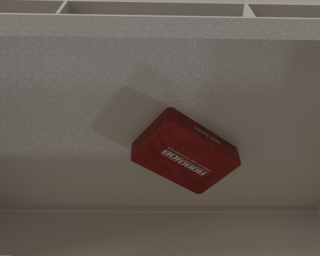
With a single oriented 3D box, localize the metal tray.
[{"bbox_3d":[0.036,0.037,0.437,0.131,0.030,0.090,30,124,-23],"label":"metal tray"}]
